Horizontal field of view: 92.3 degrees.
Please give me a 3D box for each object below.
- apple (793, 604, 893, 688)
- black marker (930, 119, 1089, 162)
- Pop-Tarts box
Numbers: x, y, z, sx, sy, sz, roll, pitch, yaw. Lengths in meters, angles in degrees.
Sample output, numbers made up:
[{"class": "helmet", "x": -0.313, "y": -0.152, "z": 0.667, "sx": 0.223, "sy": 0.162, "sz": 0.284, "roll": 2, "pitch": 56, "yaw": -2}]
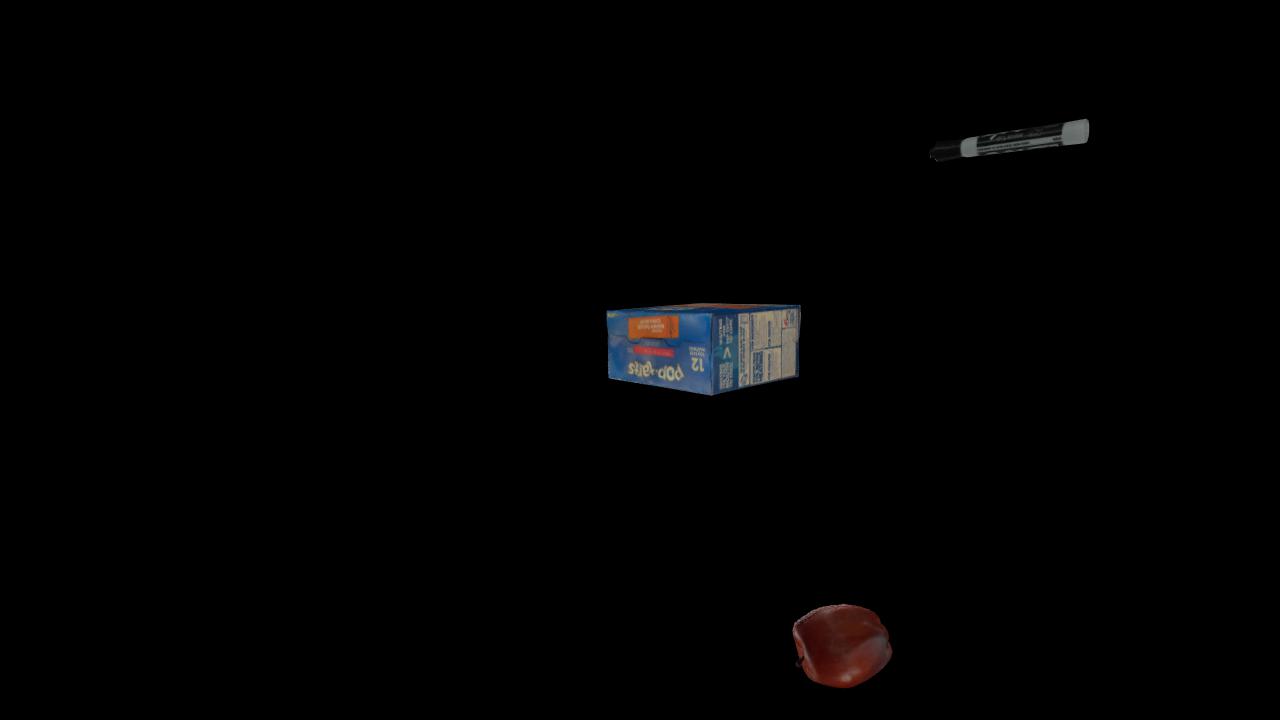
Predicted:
[{"class": "apple", "x": 0.196, "y": 0.281, "z": 0.607, "sx": 0.093, "sy": 0.079, "sz": 0.079, "roll": -20, "pitch": -1, "yaw": 2}, {"class": "black marker", "x": 0.316, "y": -0.189, "z": 0.536, "sx": 0.020, "sy": 0.020, "sz": 0.121, "roll": 0, "pitch": 5, "yaw": -45}, {"class": "Pop-Tarts box", "x": 0.068, "y": -0.019, "z": 0.681, "sx": 0.141, "sy": 0.083, "sz": 0.167, "roll": -9, "pitch": 10, "yaw": -39}]
